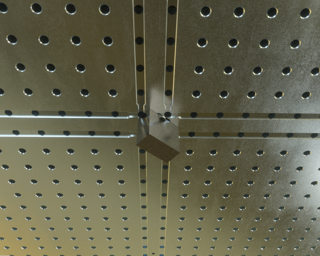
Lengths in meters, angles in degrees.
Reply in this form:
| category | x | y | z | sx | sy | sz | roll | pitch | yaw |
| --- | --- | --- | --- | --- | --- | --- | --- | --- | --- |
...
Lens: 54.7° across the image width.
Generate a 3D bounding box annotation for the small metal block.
| category | x | y | z | sx | sy | sz | roll | pitch | yaw |
| --- | --- | --- | --- | --- | --- | --- | --- | --- | --- |
| small metal block | -0.002 | 0.010 | 0.404 | 0.050 | 0.050 | 0.025 | 33 | 123 | -25 |
